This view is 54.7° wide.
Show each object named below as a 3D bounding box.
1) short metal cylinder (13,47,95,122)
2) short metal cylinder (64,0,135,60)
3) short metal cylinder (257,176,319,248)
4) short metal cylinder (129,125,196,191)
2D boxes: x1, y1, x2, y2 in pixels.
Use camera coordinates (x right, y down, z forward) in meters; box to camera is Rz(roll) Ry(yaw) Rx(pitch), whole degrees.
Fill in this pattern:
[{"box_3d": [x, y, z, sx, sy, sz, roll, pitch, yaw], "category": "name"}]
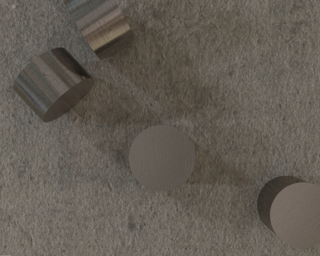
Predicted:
[{"box_3d": [-0.128, -0.052, 0.381, 0.080, 0.080, 0.050, -43, 90, 0], "category": "short metal cylinder"}, {"box_3d": [-0.073, -0.131, 0.381, 0.050, 0.080, 0.080, -31, 90, 0], "category": "short metal cylinder"}, {"box_3d": [0.173, 0.105, 0.400, 0.081, 0.050, 0.079, 0, 90, -1], "category": "short metal cylinder"}, {"box_3d": [0.003, 0.036, 0.398, 0.081, 0.050, 0.079, 0, 90, -1], "category": "short metal cylinder"}]
